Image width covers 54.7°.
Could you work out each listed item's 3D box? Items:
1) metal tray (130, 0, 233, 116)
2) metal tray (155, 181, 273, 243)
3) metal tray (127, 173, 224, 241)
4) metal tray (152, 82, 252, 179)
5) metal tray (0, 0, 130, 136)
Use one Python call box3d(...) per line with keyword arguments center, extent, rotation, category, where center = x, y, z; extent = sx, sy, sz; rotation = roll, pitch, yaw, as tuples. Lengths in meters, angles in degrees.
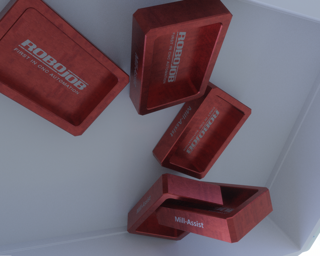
box3d(center=(0.016, -0.072, 0.335), extent=(0.091, 0.030, 0.129), rotation=(-19, 152, -18), category="metal tray")
box3d(center=(0.067, 0.104, 0.410), extent=(0.091, 0.130, 0.030), rotation=(-19, 100, -41), category="metal tray")
box3d(center=(0.018, 0.118, 0.443), extent=(0.091, 0.030, 0.129), rotation=(17, 135, -20), category="metal tray")
box3d(center=(0.061, 0.006, 0.443), extent=(0.090, 0.030, 0.129), rotation=(25, 105, -38), category="metal tray")
box3d(center=(-0.106, -0.059, 0.311), extent=(0.090, 0.030, 0.130), rotation=(-48, 130, 5), category="metal tray")
